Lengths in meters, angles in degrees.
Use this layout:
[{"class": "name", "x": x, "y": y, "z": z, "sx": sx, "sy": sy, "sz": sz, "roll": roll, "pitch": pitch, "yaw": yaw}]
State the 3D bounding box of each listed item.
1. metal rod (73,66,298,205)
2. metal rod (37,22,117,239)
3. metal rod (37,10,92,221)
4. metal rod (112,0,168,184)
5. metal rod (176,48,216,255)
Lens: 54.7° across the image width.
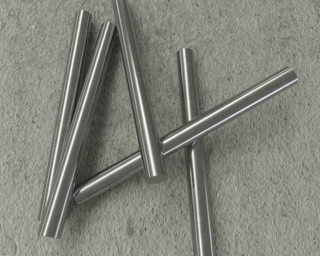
[{"class": "metal rod", "x": 0.030, "y": 0.009, "z": 0.379, "sx": 0.301, "sy": 0.025, "sz": 0.025, "roll": -29, "pitch": 73, "yaw": 0}, {"class": "metal rod", "x": -0.098, "y": -0.015, "z": 0.400, "sx": 0.025, "sy": 0.025, "sz": 0.299, "roll": 8, "pitch": 65, "yaw": 3}, {"class": "metal rod", "x": -0.124, "y": -0.030, "z": 0.418, "sx": 0.025, "sy": 0.025, "sz": 0.299, "roll": 3, "pitch": 70, "yaw": 1}, {"class": "metal rod", "x": -0.033, "y": -0.071, "z": 0.407, "sx": 0.025, "sy": 0.025, "sz": 0.299, "roll": -11, "pitch": 61, "yaw": -4}, {"class": "metal rod", "x": 0.044, "y": 0.032, "z": 0.396, "sx": 0.025, "sy": 0.025, "sz": 0.299, "roll": -3, "pitch": 70, "yaw": -1}]
